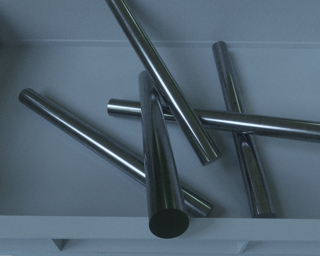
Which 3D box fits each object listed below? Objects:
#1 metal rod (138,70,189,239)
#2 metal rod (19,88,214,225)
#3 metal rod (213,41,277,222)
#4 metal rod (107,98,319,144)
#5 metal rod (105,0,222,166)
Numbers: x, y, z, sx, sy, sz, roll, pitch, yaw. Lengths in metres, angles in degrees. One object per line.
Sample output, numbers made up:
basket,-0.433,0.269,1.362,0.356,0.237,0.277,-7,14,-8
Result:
metal rod,-0.007,-0.007,0.325,0.025,0.025,0.300,-4,27,-3
metal rod,-0.070,0.023,0.384,0.300,0.025,0.025,30,56,22
metal rod,0.105,-0.020,0.422,0.025,0.025,0.300,-1,50,-1
metal rod,0.076,-0.009,0.385,0.301,0.025,0.025,8,50,17
metal rod,-0.010,-0.086,0.399,0.025,0.025,0.299,-23,70,-18
